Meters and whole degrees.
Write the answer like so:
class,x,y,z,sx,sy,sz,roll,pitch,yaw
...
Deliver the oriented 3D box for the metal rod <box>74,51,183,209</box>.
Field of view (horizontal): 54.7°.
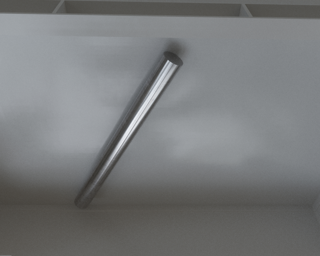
class,x,y,z,sx,sy,sz,roll,pitch,yaw
metal rod,-0.057,0.023,0.427,0.025,0.025,0.298,23,126,-19
